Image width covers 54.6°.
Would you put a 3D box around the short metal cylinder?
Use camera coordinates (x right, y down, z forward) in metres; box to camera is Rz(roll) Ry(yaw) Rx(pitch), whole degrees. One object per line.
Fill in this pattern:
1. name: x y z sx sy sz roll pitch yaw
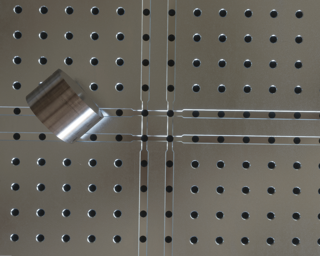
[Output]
1. short metal cylinder: -0.116 -0.027 0.385 0.050 0.080 0.080 -41 90 0
